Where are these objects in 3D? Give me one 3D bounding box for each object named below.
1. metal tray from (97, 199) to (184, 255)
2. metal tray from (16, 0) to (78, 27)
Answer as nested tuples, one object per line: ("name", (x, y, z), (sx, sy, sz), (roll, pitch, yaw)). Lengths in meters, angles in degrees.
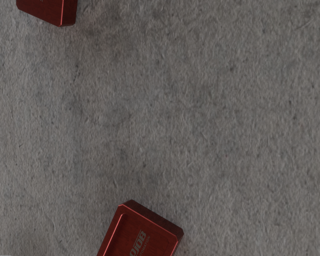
("metal tray", (-0.035, 0.175, 0.417), (0.090, 0.030, 0.129), (26, 98, 17))
("metal tray", (-0.157, -0.220, 0.434), (0.090, 0.030, 0.129), (27, 122, 17))
